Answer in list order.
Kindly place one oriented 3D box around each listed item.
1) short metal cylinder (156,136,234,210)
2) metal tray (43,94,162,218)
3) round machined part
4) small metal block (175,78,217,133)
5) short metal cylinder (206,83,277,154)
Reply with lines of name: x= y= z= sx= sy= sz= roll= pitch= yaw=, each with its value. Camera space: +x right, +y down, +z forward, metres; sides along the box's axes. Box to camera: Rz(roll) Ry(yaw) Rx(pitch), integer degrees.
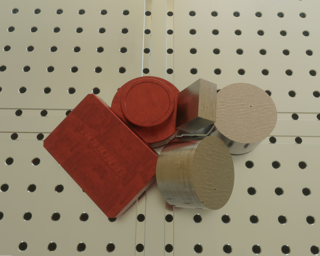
short metal cylinder: x=0.042 y=0.051 z=0.354 sx=0.050 sy=0.080 sz=0.080 roll=-9 pitch=63 yaw=43
metal tray: x=-0.068 y=0.032 z=0.381 sx=0.130 sy=0.030 sz=0.090 roll=44 pitch=91 yaw=13
round machined part: x=-0.016 y=-0.026 z=0.408 sx=0.099 sy=0.042 sz=0.098 roll=0 pitch=70 yaw=0
small metal block: x=0.045 y=-0.026 z=0.385 sx=0.025 sy=0.050 sz=0.050 roll=16 pitch=67 yaw=-24
short metal cylinder: x=0.102 y=-0.011 z=0.400 sx=0.081 sy=0.050 sz=0.080 roll=0 pitch=70 yaw=0
